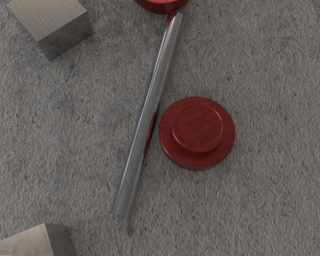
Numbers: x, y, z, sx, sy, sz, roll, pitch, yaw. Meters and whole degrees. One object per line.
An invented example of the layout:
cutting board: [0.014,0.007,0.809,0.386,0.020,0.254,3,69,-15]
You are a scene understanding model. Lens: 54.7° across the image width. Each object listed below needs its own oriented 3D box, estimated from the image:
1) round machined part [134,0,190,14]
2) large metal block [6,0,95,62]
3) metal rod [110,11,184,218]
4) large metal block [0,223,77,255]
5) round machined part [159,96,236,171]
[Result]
round machined part: [0.004,-0.217,0.478,0.099,0.042,0.098,0,70,0]
large metal block: [-0.157,-0.158,0.451,0.080,0.050,0.080,-38,75,-13]
metal rod: [-0.012,-0.032,0.419,0.025,0.025,0.299,13,70,5]
large metal block: [-0.120,0.149,0.323,0.050,0.080,0.080,-22,72,-8]
round machined part: [0.048,0.003,0.398,0.099,0.042,0.098,0,70,0]
